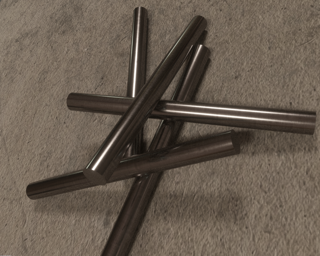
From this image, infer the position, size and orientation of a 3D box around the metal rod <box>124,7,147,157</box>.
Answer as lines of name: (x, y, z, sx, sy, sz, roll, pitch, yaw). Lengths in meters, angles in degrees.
metal rod: (-0.036, -0.075, 0.466, 0.025, 0.025, 0.299, -12, 56, 21)

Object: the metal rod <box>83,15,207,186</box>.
metal rod: (0.000, -0.057, 0.379, 0.025, 0.025, 0.301, 4, 45, 30)

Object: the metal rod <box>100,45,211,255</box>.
metal rod: (0.002, 0.020, 0.389, 0.025, 0.025, 0.300, 11, 67, 32)

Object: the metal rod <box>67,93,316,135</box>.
metal rod: (0.020, -0.021, 0.374, 0.301, 0.025, 0.025, 6, 65, 20)

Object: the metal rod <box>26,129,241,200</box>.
metal rod: (-0.053, 0.052, 0.371, 0.300, 0.025, 0.025, -17, 55, 28)
